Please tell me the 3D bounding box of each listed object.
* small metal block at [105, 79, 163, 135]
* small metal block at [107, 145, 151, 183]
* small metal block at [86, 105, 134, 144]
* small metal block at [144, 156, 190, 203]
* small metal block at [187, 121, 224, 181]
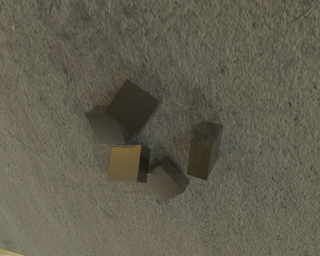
[{"bbox_3d":[-0.033,-0.026,0.393,0.050,0.025,0.050,35,96,5],"label":"small metal block"},{"bbox_3d":[-0.044,0.051,0.444,0.050,0.025,0.050,-2,74,29],"label":"small metal block"},{"bbox_3d":[-0.070,-0.005,0.441,0.050,0.025,0.050,-1,118,28],"label":"small metal block"},{"bbox_3d":[0.006,0.076,0.451,0.050,0.025,0.050,49,129,-7],"label":"small metal block"},{"bbox_3d":[0.056,0.027,0.378,0.025,0.050,0.050,15,125,20],"label":"small metal block"}]
